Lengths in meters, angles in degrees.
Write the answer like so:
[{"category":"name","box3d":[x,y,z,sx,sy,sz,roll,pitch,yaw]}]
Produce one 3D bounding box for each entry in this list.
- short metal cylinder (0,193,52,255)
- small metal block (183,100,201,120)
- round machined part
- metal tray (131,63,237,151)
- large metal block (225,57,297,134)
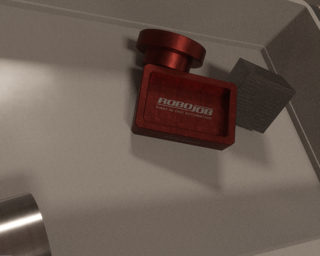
[{"category":"short metal cylinder","box3d":[-0.122,0.097,0.246,0.050,0.080,0.080,-12,68,-33]},{"category":"small metal block","box3d":[0.050,-0.032,0.454,0.050,0.025,0.050,48,51,5]},{"category":"round machined part","box3d":[0.012,-0.101,0.441,0.099,0.098,0.042,16,90,-19]},{"category":"metal tray","box3d":[0.034,-0.027,0.411,0.131,0.030,0.090,11,70,-10]},{"category":"large metal block","box3d":[0.139,-0.048,0.468,0.081,0.079,0.050,19,32,-18]}]
